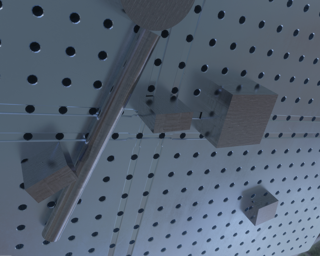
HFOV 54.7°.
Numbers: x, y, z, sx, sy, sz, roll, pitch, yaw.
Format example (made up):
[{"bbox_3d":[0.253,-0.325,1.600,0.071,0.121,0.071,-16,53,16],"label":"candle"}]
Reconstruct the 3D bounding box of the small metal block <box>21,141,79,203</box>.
[{"bbox_3d":[-0.128,0.050,0.357,0.050,0.050,0.025,-31,129,-9],"label":"small metal block"}]

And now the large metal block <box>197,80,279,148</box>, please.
[{"bbox_3d":[0.110,-0.021,0.444,0.081,0.050,0.079,-3,120,-27],"label":"large metal block"}]

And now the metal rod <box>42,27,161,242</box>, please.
[{"bbox_3d":[-0.079,0.020,0.381,0.025,0.025,0.298,17,109,-35],"label":"metal rod"}]

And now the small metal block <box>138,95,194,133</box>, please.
[{"bbox_3d":[0.006,-0.019,0.388,0.050,0.050,0.025,-6,121,-26],"label":"small metal block"}]

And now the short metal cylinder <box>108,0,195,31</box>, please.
[{"bbox_3d":[-0.010,-0.142,0.303,0.081,0.050,0.079,-14,124,-21],"label":"short metal cylinder"}]

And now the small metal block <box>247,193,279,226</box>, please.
[{"bbox_3d":[0.210,0.166,0.632,0.050,0.025,0.050,-15,125,-21],"label":"small metal block"}]
